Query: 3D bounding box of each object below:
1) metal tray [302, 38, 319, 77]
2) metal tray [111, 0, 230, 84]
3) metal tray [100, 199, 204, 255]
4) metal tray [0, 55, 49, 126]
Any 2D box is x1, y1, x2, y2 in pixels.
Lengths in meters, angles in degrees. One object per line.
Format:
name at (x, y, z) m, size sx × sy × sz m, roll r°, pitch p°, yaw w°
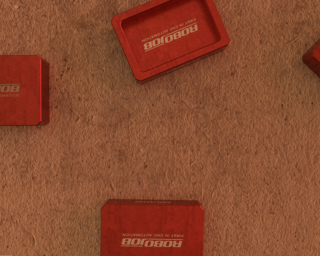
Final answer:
metal tray at (0.269, -0.110, 0.409) m, size 0.090 × 0.030 × 0.130 m, roll 44°, pitch 90°, yaw 0°
metal tray at (0.014, -0.123, 0.407) m, size 0.131 × 0.030 × 0.090 m, roll -23°, pitch 90°, yaw 0°
metal tray at (-0.010, 0.142, 0.407) m, size 0.131 × 0.030 × 0.089 m, roll 1°, pitch 90°, yaw 0°
metal tray at (-0.216, -0.047, 0.406) m, size 0.131 × 0.030 × 0.089 m, roll 0°, pitch 90°, yaw 0°
